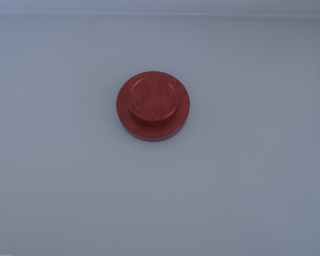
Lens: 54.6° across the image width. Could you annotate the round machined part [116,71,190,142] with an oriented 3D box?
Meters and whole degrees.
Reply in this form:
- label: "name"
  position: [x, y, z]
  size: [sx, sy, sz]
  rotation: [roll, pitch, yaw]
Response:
- label: "round machined part"
  position: [-0.009, -0.034, 0.413]
  size: [0.099, 0.042, 0.098]
  rotation: [0, 70, 0]
